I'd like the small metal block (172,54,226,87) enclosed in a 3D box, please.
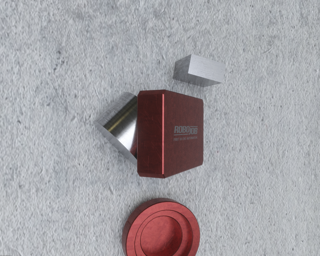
[{"bbox_3d":[0.052,-0.075,0.416,0.050,0.050,0.025,12,86,-20],"label":"small metal block"}]

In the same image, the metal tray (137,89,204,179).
[{"bbox_3d":[0.018,0.006,0.370,0.131,0.030,0.089,0,90,-64],"label":"metal tray"}]

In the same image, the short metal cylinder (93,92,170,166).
[{"bbox_3d":[-0.032,0.003,0.369,0.050,0.080,0.080,-46,105,-14],"label":"short metal cylinder"}]

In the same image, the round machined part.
[{"bbox_3d":[-0.002,0.139,0.401,0.099,0.042,0.097,0,90,-21],"label":"round machined part"}]
